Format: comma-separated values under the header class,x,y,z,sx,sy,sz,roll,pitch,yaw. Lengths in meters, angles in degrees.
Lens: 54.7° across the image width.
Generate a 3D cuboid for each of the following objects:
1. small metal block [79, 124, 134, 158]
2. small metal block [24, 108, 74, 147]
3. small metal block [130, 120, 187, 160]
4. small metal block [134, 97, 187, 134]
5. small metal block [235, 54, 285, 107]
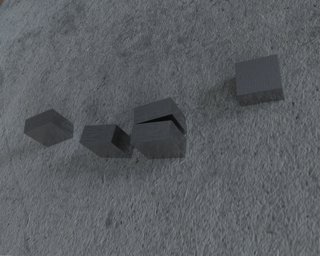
class,x,y,z,sx,sy,sz,roll,pitch,yaw
small metal block,-0.069,0.019,0.413,0.050,0.050,0.025,-2,61,27
small metal block,-0.170,0.001,0.476,0.050,0.050,0.025,-20,54,16
small metal block,-0.001,0.016,0.378,0.050,0.050,0.025,-6,59,25
small metal block,0.001,-0.009,0.393,0.050,0.050,0.025,-15,56,20
small metal block,0.120,-0.057,0.376,0.050,0.025,0.050,-9,58,23
